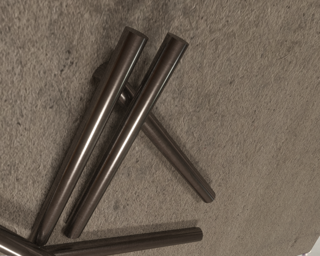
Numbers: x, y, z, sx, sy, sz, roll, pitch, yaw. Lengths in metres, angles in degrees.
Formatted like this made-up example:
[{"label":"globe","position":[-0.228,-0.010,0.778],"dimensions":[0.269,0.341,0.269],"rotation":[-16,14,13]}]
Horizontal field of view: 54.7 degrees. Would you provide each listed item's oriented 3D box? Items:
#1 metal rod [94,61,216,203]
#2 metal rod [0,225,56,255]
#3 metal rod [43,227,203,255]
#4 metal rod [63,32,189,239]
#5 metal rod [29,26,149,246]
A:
[{"label":"metal rod","position":[0.011,0.026,0.430],"dimensions":[0.025,0.025,0.300],"rotation":[-40,130,-2]},{"label":"metal rod","position":[-0.197,0.118,0.353],"dimensions":[0.025,0.025,0.300],"rotation":[-41,124,-1]},{"label":"metal rod","position":[-0.058,0.185,0.491],"dimensions":[0.302,0.025,0.025],"rotation":[4,116,-31]},{"label":"metal rod","position":[-0.052,0.027,0.372],"dimensions":[0.025,0.025,0.298],"rotation":[14,119,-34]},{"label":"metal rod","position":[-0.091,0.028,0.354],"dimensions":[0.025,0.025,0.298],"rotation":[14,118,-34]}]
